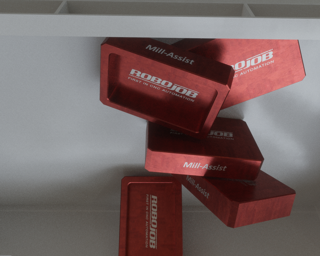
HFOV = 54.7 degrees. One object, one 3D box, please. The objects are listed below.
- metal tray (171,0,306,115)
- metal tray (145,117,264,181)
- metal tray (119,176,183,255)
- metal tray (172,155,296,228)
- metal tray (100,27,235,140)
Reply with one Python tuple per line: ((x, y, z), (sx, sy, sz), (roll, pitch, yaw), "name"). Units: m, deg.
((0.084, -0.072, 0.345), (0.130, 0.030, 0.090), (-20, 128, 16), "metal tray")
((0.049, 0.019, 0.380), (0.131, 0.090, 0.030), (6, 122, -5), "metal tray")
((-0.013, 0.139, 0.461), (0.091, 0.129, 0.030), (0, 164, -1), "metal tray")
((0.084, 0.066, 0.381), (0.091, 0.130, 0.030), (-2, 109, -27), "metal tray")
((0.002, -0.044, 0.333), (0.131, 0.030, 0.089), (20, 142, 3), "metal tray")
